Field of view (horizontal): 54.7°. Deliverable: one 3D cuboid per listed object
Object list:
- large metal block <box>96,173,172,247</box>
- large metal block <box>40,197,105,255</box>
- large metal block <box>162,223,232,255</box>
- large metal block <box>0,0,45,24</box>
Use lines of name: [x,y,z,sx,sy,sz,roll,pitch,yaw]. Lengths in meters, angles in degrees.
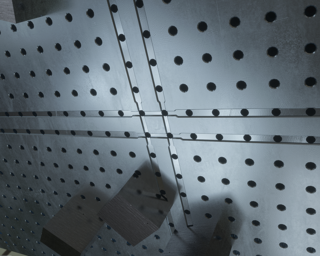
large metal block: [-0.042,0.132,0.497,0.080,0.050,0.080,42,129,-1]
large metal block: [-0.159,0.190,0.575,0.080,0.080,0.050,31,128,7]
large metal block: [0.052,0.196,0.468,0.080,0.080,0.050,-21,107,35]
large metal block: [-0.197,-0.183,0.384,0.080,0.050,0.079,18,125,17]
